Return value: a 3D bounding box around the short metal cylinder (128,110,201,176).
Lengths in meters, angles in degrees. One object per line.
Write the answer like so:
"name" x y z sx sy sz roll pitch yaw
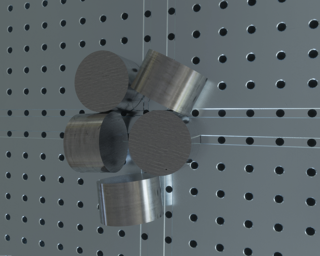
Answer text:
"short metal cylinder" 0.007 0.018 0.397 0.080 0.050 0.079 0 91 19

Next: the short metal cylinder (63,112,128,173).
"short metal cylinder" -0.083 0.019 0.413 0.050 0.080 0.080 -2 89 19

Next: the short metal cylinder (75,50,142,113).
"short metal cylinder" -0.068 -0.060 0.423 0.080 0.050 0.079 0 90 21

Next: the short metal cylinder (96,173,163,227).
"short metal cylinder" -0.038 0.089 0.396 0.080 0.080 0.050 -7 88 20

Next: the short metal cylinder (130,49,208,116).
"short metal cylinder" 0.011 -0.056 0.379 0.080 0.080 0.050 30 99 17
